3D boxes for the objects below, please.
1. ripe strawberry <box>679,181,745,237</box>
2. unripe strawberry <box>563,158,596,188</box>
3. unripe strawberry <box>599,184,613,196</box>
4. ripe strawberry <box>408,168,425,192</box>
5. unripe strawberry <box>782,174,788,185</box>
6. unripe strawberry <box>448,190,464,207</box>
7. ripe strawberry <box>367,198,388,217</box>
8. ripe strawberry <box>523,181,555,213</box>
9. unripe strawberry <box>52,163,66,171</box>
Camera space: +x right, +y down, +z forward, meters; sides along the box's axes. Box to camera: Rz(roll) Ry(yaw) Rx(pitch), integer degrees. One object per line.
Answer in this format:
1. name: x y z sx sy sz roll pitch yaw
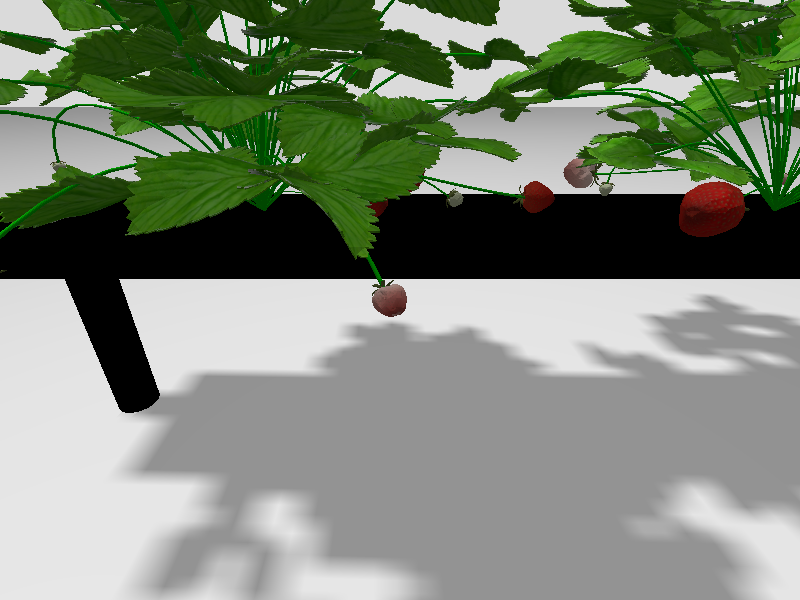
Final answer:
1. ripe strawberry: 0.218 -0.063 0.284 0.040 0.040 0.037 -16 32 -27
2. unripe strawberry: 0.193 -0.138 0.430 0.032 0.033 0.029 17 32 31
3. unripe strawberry: 0.187 -0.100 0.365 0.011 0.011 0.011 4 28 7
4. ripe strawberry: 0.007 -0.134 0.420 0.042 0.041 0.039 -16 32 -30
5. unripe strawberry: 0.427 -0.133 0.443 0.013 0.011 0.011 23 35 37
6. unripe strawberry: 0.050 -0.091 0.359 0.014 0.015 0.013 10 26 -9
7. ripe strawberry: -0.025 -0.080 0.324 0.033 0.032 0.031 8 28 13
8. ripe strawberry: 0.119 -0.088 0.344 0.027 0.026 0.025 1 27 1
9. unripe strawberry: -0.331 -0.129 0.390 0.010 0.010 0.011 7 28 13
